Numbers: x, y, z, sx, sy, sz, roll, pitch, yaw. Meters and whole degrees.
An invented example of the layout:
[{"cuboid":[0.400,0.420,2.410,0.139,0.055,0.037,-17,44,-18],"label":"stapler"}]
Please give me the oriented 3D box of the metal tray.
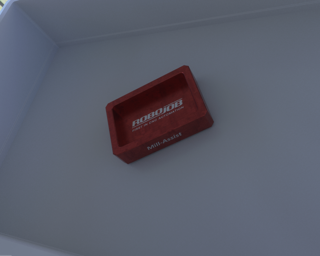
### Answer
[{"cuboid":[-0.005,-0.018,0.413,0.130,0.030,0.090,-25,53,12],"label":"metal tray"}]
